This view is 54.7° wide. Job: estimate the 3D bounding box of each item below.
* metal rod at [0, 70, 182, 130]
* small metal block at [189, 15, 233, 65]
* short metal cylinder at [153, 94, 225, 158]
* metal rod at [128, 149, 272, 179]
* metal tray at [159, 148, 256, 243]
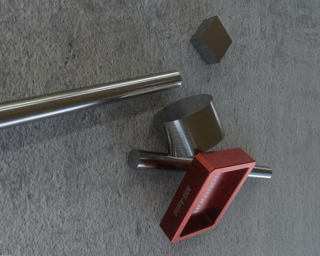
[{"bbox_3d":[-0.091,-0.029,0.329,0.302,0.025,0.025,-19,102,-39],"label":"metal rod"},{"bbox_3d":[0.079,-0.133,0.473,0.050,0.025,0.050,48,61,-30],"label":"small metal block"},{"bbox_3d":[0.038,-0.004,0.403,0.080,0.080,0.050,-37,113,-34],"label":"short metal cylinder"},{"bbox_3d":[0.082,0.060,0.476,0.302,0.025,0.025,11,83,-40],"label":"metal rod"},{"bbox_3d":[0.062,0.089,0.411,0.091,0.030,0.129,-3,126,-40],"label":"metal tray"}]
